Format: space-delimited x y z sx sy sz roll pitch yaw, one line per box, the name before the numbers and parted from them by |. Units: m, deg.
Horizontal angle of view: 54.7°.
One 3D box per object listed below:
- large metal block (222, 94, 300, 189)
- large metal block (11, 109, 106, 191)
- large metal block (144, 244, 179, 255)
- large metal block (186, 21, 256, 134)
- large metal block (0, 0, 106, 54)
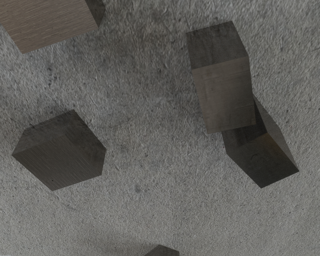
large metal block | 0.119 0.014 0.384 0.050 0.080 0.080 -33 123 24
large metal block | -0.131 0.032 0.417 0.080 0.050 0.080 -20 128 16
large metal block | -0.004 0.296 0.623 0.050 0.080 0.080 29 124 -22
large metal block | 0.063 -0.054 0.326 0.050 0.080 0.080 -12 129 10
large metal block | -0.107 -0.125 0.283 0.080 0.050 0.080 -15 129 12
